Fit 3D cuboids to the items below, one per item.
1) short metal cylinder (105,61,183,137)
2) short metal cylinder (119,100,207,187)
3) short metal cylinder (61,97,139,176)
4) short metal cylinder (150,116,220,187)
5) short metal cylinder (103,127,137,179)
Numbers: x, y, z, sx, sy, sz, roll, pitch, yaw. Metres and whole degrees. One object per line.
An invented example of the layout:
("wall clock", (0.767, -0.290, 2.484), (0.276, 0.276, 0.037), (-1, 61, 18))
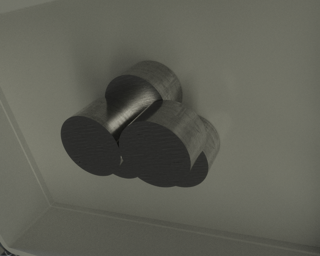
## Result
("short metal cylinder", (-0.019, -0.036, 0.379), (0.080, 0.050, 0.079), (13, 124, 21))
("short metal cylinder", (0.004, 0.016, 0.333), (0.080, 0.050, 0.079), (13, 124, 21))
("short metal cylinder", (-0.069, 0.010, 0.368), (0.080, 0.050, 0.079), (13, 124, 21))
("short metal cylinder", (0.030, 0.028, 0.392), (0.080, 0.050, 0.079), (13, 124, 21))
("short metal cylinder", (-0.044, 0.023, 0.427), (0.080, 0.050, 0.079), (13, 124, 21))
